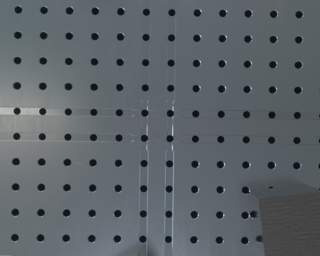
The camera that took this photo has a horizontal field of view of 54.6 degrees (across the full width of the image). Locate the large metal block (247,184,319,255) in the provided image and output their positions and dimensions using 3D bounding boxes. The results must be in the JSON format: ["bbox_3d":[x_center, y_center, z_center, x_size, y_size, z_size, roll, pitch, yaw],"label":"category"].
[{"bbox_3d":[0.164,0.121,0.402,0.080,0.050,0.080,-6,90,0],"label":"large metal block"}]
